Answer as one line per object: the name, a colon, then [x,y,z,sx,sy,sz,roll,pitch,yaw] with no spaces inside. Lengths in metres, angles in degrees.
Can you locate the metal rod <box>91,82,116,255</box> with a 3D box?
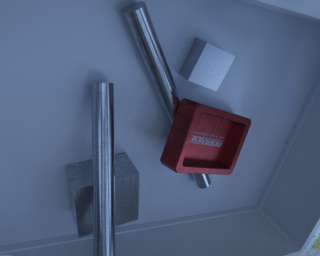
metal rod: [-0.064,0.099,0.352,0.025,0.025,0.298,-1,92,-28]

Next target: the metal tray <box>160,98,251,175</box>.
metal tray: [0.068,0.017,0.427,0.131,0.030,0.089,11,101,-45]

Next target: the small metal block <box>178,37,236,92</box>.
small metal block: [0.059,-0.080,0.393,0.050,0.025,0.050,14,111,-35]

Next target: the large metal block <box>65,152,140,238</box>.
large metal block: [-0.075,0.086,0.406,0.081,0.050,0.079,-11,123,-23]

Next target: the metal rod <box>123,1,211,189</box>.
metal rod: [0.022,-0.018,0.411,0.025,0.025,0.299,-31,129,-8]
